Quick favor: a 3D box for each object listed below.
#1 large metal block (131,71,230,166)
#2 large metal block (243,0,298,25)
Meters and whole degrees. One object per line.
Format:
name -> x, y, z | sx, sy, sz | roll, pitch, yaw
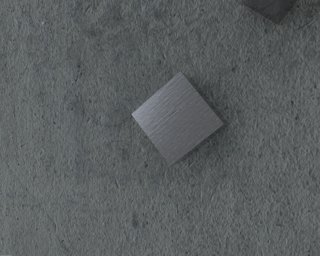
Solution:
large metal block -> 0.026, -0.011, 0.386 | 0.080, 0.050, 0.080 | -40, 77, 15
large metal block -> 0.133, -0.170, 0.333 | 0.050, 0.080, 0.080 | 39, 102, 16
